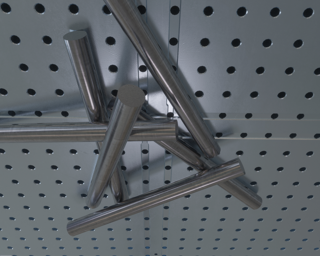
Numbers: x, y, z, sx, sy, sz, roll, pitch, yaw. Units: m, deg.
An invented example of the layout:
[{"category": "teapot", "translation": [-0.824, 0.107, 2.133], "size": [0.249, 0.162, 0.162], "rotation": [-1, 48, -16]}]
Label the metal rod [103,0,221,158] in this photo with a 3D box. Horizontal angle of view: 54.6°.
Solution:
[{"category": "metal rod", "translation": [0.002, -0.066, 0.354], "size": [0.025, 0.025, 0.300], "rotation": [-23, 127, 18]}]

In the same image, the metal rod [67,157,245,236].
[{"category": "metal rod", "translation": [-0.018, 0.110, 0.470], "size": [0.300, 0.025, 0.025], "rotation": [-24, 126, 19]}]

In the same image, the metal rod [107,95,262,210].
[{"category": "metal rod", "translation": [0.051, 0.046, 0.450], "size": [0.301, 0.025, 0.025], "rotation": [36, 121, -27]}]

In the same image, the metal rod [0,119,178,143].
[{"category": "metal rod", "translation": [-0.128, 0.006, 0.389], "size": [0.301, 0.025, 0.025], "rotation": [-1, 131, 11]}]

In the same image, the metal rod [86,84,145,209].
[{"category": "metal rod", "translation": [-0.068, 0.047, 0.394], "size": [0.025, 0.025, 0.298], "rotation": [14, 146, -11]}]

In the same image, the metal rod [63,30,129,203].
[{"category": "metal rod", "translation": [-0.076, 0.015, 0.423], "size": [0.025, 0.025, 0.298], "rotation": [-4, 130, 3]}]
